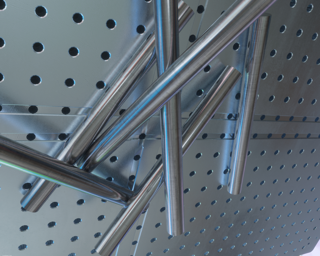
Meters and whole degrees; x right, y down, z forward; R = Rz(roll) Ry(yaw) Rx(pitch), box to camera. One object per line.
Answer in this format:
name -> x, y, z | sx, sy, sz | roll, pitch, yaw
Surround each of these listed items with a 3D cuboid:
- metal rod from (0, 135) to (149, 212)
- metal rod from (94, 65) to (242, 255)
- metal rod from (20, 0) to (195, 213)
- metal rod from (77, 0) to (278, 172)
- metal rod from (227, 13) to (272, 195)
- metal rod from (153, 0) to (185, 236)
metal rod -> -0.103, 0.055, 0.354 | 0.025, 0.025, 0.301 | -47, 140, 5
metal rod -> 0.012, 0.044, 0.416 | 0.025, 0.025, 0.300 | 37, 89, -39
metal rod -> -0.066, -0.020, 0.362 | 0.025, 0.025, 0.299 | 33, 100, -38
metal rod -> 0.005, -0.041, 0.320 | 0.025, 0.025, 0.299 | 25, 126, -37
metal rod -> 0.130, -0.017, 0.470 | 0.025, 0.025, 0.298 | -14, 124, -20
metal rod -> 0.013, 0.005, 0.369 | 0.025, 0.025, 0.298 | -14, 116, -21
